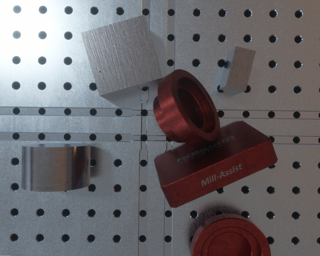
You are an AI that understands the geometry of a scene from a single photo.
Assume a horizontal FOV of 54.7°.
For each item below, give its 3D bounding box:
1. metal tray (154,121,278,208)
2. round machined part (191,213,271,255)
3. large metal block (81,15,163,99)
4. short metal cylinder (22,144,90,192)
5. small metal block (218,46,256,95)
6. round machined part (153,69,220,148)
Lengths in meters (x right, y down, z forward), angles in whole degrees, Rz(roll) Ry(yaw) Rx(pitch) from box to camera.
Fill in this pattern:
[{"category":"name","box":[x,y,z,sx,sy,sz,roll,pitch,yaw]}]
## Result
[{"category":"metal tray","box":[0.061,0.039,0.378,0.131,0.090,0.030,-24,106,0]},{"category":"round machined part","box":[0.089,0.160,0.405,0.099,0.042,0.097,0,90,0]},{"category":"large metal block","box":[-0.046,-0.088,0.400,0.080,0.050,0.080,-16,90,0]},{"category":"short metal cylinder","box":[-0.128,0.046,0.385,0.081,0.080,0.050,0,90,0]},{"category":"small metal block","box":[0.098,-0.073,0.401,0.025,0.050,0.050,14,90,0]},{"category":"round machined part","box":[0.029,-0.020,0.385,0.042,0.099,0.098,-29,90,32]}]
